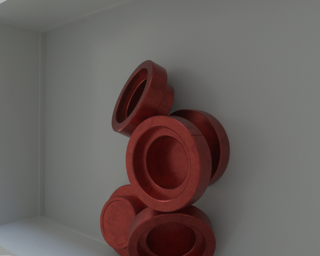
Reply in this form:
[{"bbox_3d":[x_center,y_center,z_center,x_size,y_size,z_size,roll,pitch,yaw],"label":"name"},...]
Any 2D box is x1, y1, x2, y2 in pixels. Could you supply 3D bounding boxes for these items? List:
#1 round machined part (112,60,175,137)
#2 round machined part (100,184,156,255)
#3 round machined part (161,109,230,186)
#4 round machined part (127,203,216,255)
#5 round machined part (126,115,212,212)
[{"bbox_3d":[-0.018,-0.032,0.390,0.098,0.042,0.098,-45,31,36],"label":"round machined part"},{"bbox_3d":[-0.043,0.126,0.421,0.098,0.042,0.097,-8,77,37],"label":"round machined part"},{"bbox_3d":[0.029,0.026,0.370,0.098,0.042,0.097,0,90,39],"label":"round machined part"},{"bbox_3d":[0.012,0.124,0.361,0.097,0.099,0.042,-61,14,22],"label":"round machined part"},{"bbox_3d":[0.013,0.036,0.329,0.098,0.042,0.097,0,90,39],"label":"round machined part"}]
